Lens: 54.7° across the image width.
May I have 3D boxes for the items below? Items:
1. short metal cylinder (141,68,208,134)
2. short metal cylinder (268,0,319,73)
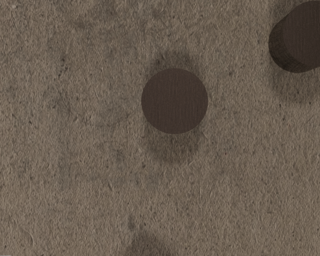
[{"bbox_3d":[0.018,-0.032,0.398,0.081,0.050,0.079,0,90,-1],"label":"short metal cylinder"},{"bbox_3d":[0.189,-0.115,0.400,0.081,0.050,0.079,0,90,-1],"label":"short metal cylinder"}]
